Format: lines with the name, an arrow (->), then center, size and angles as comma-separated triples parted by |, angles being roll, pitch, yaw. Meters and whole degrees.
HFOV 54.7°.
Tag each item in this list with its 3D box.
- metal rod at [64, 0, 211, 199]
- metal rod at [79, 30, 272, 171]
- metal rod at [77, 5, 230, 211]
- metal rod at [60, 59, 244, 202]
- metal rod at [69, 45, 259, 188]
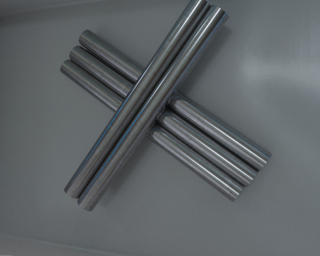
metal rod -> -0.035, -0.030, 0.395 | 0.025, 0.025, 0.299 | 39, 102, 16
metal rod -> 0.009, -0.045, 0.406 | 0.300, 0.025, 0.025 | 36, 102, 16
metal rod -> -0.015, -0.016, 0.388 | 0.025, 0.025, 0.299 | 39, 102, 16
metal rod -> -0.021, -0.005, 0.416 | 0.300, 0.025, 0.025 | 36, 102, 16
metal rod -> -0.006, -0.024, 0.411 | 0.300, 0.025, 0.025 | 36, 102, 16
